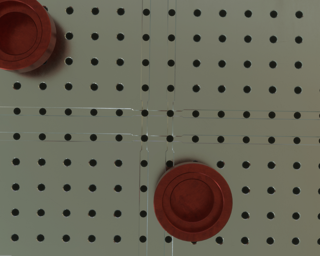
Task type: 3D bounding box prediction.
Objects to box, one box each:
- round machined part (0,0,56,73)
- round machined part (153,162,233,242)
[{"bbox_3d":[-0.184,-0.120,0.404,0.099,0.042,0.097,0,90,0],"label":"round machined part"},{"bbox_3d":[0.041,0.093,0.405,0.099,0.042,0.097,0,90,0],"label":"round machined part"}]
